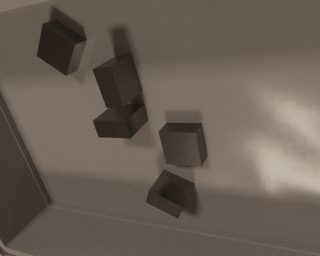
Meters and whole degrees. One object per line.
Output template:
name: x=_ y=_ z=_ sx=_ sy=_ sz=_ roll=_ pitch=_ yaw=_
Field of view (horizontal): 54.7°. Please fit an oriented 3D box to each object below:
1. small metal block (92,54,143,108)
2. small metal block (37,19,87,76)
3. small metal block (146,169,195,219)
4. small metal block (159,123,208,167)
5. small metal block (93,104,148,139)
small metal block: x=-0.050 y=-0.058 z=0.381 sx=0.025 sy=0.050 sz=0.050 roll=-2 pitch=117 yaw=29
small metal block: x=-0.131 y=-0.106 z=0.410 sx=0.050 sy=0.025 sz=0.050 roll=34 pitch=129 yaw=5
small metal block: x=0.015 y=0.092 z=0.440 sx=0.050 sy=0.050 sz=0.025 roll=24 pitch=127 yaw=13
small metal block: x=0.031 y=0.021 z=0.404 sx=0.050 sy=0.025 sz=0.050 roll=1 pitch=119 yaw=27
small metal block: x=-0.051 y=-0.010 z=0.412 sx=0.050 sy=0.050 sz=0.025 roll=1 pitch=119 yaw=27
